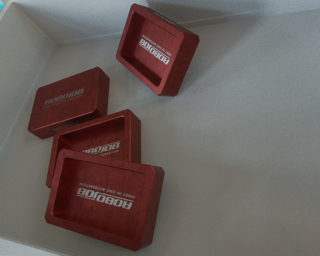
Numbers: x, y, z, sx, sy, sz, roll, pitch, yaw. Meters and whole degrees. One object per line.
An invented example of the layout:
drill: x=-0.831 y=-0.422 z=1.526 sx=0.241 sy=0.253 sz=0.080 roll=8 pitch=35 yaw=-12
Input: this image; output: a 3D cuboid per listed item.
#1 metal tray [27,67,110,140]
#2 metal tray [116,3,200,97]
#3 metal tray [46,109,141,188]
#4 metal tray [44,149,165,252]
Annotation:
metal tray: x=-0.148 y=-0.040 z=0.505 sx=0.130 sy=0.030 sz=0.090 roll=-15 pitch=56 yaw=19
metal tray: x=-0.010 y=-0.114 z=0.447 sx=0.130 sy=0.030 sz=0.089 roll=45 pitch=123 yaw=39
metal tray: x=-0.091 y=0.033 z=0.429 sx=0.130 sy=0.030 sz=0.090 roll=-15 pitch=55 yaw=19
metal tray: x=-0.066 y=0.079 z=0.361 sx=0.130 sy=0.030 sz=0.090 roll=8 pitch=83 yaw=23
